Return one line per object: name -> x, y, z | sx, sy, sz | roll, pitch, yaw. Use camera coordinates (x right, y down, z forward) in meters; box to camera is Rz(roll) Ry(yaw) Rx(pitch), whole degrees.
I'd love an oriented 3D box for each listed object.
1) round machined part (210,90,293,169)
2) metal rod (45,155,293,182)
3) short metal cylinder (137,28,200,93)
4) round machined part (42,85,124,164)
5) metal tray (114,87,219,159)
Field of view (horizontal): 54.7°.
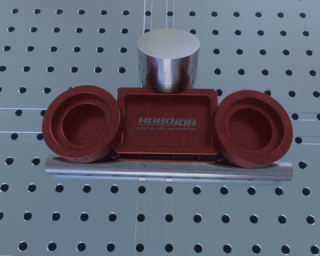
round machined part -> 0.111, 0.004, 0.393 | 0.099, 0.042, 0.098 | 3, 68, -7
metal rod -> 0.011, 0.050, 0.389 | 0.302, 0.025, 0.025 | 2, 70, 0
short metal cylinder -> 0.011, -0.091, 0.412 | 0.081, 0.050, 0.080 | 0, 44, 0
round machined part -> -0.093, -0.002, 0.393 | 0.099, 0.042, 0.098 | -3, 67, 7
metal tray -> 0.009, -0.006, 0.407 | 0.131, 0.030, 0.090 | 1, 71, 0
